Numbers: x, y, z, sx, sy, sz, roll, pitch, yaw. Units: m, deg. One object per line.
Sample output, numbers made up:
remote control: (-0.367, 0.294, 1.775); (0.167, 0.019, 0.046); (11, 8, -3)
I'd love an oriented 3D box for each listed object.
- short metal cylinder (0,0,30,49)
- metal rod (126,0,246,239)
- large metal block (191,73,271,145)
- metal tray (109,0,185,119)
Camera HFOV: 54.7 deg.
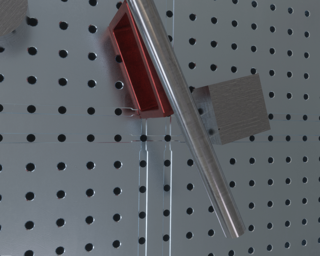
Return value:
short metal cylinder: (-0.184, -0.130, 0.331); (0.081, 0.050, 0.079); (0, 90, -20)
metal rod: (0.026, -0.020, 0.325); (0.025, 0.025, 0.299); (-26, 99, -18)
large metal block: (0.099, -0.026, 0.436); (0.081, 0.050, 0.080); (-16, 96, -19)
metal tray: (-0.017, -0.077, 0.371); (0.030, 0.090, 0.129); (-21, 97, -19)
